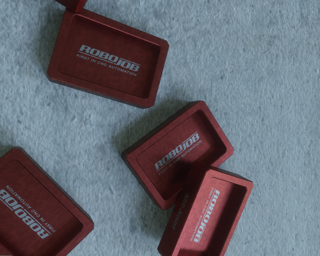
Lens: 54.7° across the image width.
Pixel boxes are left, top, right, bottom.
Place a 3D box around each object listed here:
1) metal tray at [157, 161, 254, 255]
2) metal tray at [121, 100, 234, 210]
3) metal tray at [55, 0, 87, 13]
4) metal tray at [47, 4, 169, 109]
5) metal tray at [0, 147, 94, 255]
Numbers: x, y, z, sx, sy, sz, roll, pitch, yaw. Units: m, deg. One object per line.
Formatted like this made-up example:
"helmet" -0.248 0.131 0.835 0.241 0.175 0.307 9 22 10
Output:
"metal tray" 0.061 0.117 0.409 0.091 0.030 0.129 21 92 -32
"metal tray" 0.026 0.034 0.417 0.131 0.030 0.090 -37 102 -17
"metal tray" -0.103 -0.207 0.351 0.090 0.030 0.130 28 66 -18
"metal tray" -0.062 -0.084 0.383 0.131 0.030 0.090 16 85 -20
"metal tray" -0.152 0.097 0.350 0.090 0.030 0.130 -43 104 -15
